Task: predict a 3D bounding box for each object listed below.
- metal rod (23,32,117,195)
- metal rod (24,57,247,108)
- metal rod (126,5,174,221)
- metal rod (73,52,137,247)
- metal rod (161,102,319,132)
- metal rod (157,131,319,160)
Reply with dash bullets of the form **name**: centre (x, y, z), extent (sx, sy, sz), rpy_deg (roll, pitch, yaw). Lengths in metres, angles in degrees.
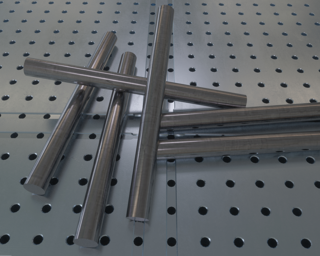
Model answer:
- **metal rod**: centre (-0.114, -0.044, 0.444), extent (0.025, 0.025, 0.300), rpy_deg (8, 50, 7)
- **metal rod**: centre (-0.030, -0.059, 0.428), extent (0.302, 0.025, 0.025), rpy_deg (9, 50, -4)
- **metal rod**: centre (-0.008, -0.038, 0.392), extent (0.025, 0.025, 0.299), rpy_deg (5, 64, 4)
- **metal rod**: centre (-0.062, 0.001, 0.406), extent (0.025, 0.025, 0.300), rpy_deg (4, 50, 3)
- **metal rod**: centre (0.128, -0.017, 0.422), extent (0.302, 0.025, 0.025), rpy_deg (-4, 50, -4)
- **metal rod**: centre (0.146, 0.019, 0.392), extent (0.302, 0.025, 0.025), rpy_deg (-3, 50, -3)
